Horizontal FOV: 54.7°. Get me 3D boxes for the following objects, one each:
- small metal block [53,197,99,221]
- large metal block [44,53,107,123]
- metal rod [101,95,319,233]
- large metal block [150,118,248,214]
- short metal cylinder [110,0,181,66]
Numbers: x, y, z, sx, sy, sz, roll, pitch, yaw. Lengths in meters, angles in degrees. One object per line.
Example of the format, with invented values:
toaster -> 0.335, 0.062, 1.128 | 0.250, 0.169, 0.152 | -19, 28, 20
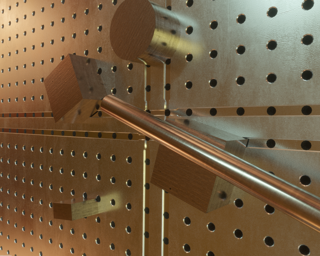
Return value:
small metal block -> -0.137, 0.130, 0.503 | 0.050, 0.050, 0.025 | -8, 85, 39
large metal block -> -0.138, -0.061, 0.504 | 0.080, 0.050, 0.080 | -33, 70, 35
metal rod -> 0.043, 0.025, 0.307 | 0.300, 0.025, 0.025 | 27, 107, 36
large metal block -> 0.043, 0.039, 0.356 | 0.080, 0.050, 0.079 | 22, 104, 37
short metal cylinder -> -0.020, -0.125, 0.408 | 0.080, 0.050, 0.079 | 0, 90, 39
